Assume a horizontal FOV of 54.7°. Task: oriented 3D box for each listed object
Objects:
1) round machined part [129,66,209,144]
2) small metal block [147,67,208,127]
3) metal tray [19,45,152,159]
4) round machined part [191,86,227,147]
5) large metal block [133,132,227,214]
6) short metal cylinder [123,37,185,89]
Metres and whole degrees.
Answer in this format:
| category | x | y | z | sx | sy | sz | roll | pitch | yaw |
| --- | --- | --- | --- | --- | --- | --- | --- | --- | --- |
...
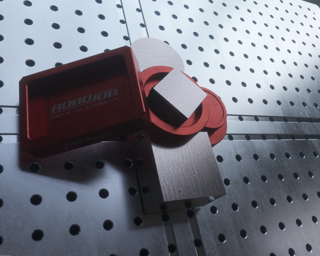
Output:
| category | x | y | z | sx | sy | sz | roll | pitch | yaw |
| --- | --- | --- | --- | --- | --- | --- | --- | --- | --- |
| round machined part | 0.008 | -0.024 | 0.379 | 0.099 | 0.042 | 0.098 | 14 | 56 | -21 |
| small metal block | 0.019 | -0.036 | 0.361 | 0.050 | 0.025 | 0.050 | 41 | 51 | 0 |
| metal tray | -0.082 | -0.028 | 0.331 | 0.131 | 0.030 | 0.090 | -16 | 65 | 5 |
| round machined part | 0.054 | -0.020 | 0.436 | 0.099 | 0.042 | 0.098 | 14 | 56 | -21 |
| large metal block | 0.021 | 0.051 | 0.368 | 0.081 | 0.050 | 0.080 | 1 | 62 | -28 |
| short metal cylinder | -0.013 | -0.078 | 0.432 | 0.081 | 0.050 | 0.080 | 14 | 56 | -21 |
